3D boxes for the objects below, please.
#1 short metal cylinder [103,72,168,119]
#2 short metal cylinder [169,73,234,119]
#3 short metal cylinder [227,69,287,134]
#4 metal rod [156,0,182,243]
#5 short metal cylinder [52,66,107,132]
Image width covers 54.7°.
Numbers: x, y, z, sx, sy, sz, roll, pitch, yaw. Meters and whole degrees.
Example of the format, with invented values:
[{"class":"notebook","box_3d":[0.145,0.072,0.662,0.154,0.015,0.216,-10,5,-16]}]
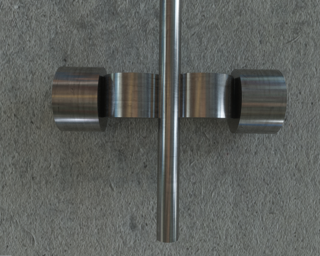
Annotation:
[{"class":"short metal cylinder","box_3d":[-0.030,-0.037,0.383,0.081,0.080,0.050,1,90,0]},{"class":"short metal cylinder","box_3d":[0.050,-0.037,0.384,0.081,0.080,0.050,1,90,0]},{"class":"short metal cylinder","box_3d":[0.116,-0.033,0.385,0.050,0.080,0.080,1,90,0]},{"class":"metal rod","box_3d":[0.010,-0.024,0.350,0.025,0.025,0.298,1,90,0]},{"class":"short metal cylinder","box_3d":[-0.095,-0.035,0.383,0.050,0.080,0.080,1,90,0]}]
